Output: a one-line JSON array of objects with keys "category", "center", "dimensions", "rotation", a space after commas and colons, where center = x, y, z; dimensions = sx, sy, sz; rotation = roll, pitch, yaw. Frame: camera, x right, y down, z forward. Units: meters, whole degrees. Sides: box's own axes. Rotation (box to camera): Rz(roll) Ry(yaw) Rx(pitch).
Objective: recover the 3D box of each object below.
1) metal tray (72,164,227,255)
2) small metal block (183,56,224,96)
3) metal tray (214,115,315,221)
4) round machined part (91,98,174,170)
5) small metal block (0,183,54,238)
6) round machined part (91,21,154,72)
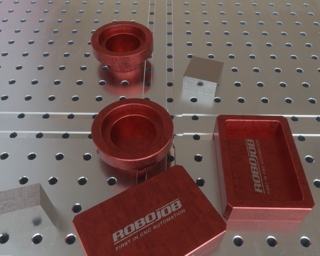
[{"category": "metal tray", "center": [-0.010, 0.103, 0.317], "dimensions": [0.131, 0.030, 0.090], "rotation": [-24, 54, -19]}, {"category": "small metal block", "center": [0.067, -0.081, 0.476], "dimensions": [0.050, 0.025, 0.050], "rotation": [15, 52, 12]}, {"category": "metal tray", "center": [0.116, 0.042, 0.369], "dimensions": [0.091, 0.030, 0.130], "rotation": [1, 50, 1]}, {"category": "round machined part", "center": [-0.033, 0.011, 0.387], "dimensions": [0.099, 0.042, 0.098], "rotation": [0, 50, 0]}, {"category": "small metal block", "center": [-0.142, 0.085, 0.319], "dimensions": [0.050, 0.050, 0.025], "rotation": [-12, 51, -10]}, {"category": "round machined part", "center": [-0.060, -0.129, 0.505], "dimensions": [0.099, 0.042, 0.098], "rotation": [0, 50, 0]}]
